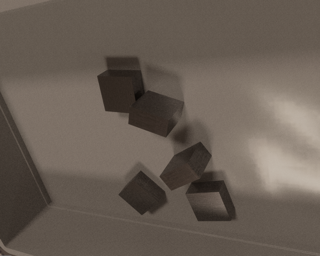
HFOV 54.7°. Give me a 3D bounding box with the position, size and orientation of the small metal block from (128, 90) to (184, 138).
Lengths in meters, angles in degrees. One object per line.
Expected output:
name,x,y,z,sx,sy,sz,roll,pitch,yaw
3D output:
small metal block,-0.004,-0.019,0.382,0.050,0.050,0.025,20,126,16

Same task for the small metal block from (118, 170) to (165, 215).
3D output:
small metal block,-0.029,0.102,0.486,0.050,0.025,0.050,42,129,-1

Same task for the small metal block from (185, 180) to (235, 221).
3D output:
small metal block,0.071,0.103,0.434,0.050,0.025,0.050,-12,113,32

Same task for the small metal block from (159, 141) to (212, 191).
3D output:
small metal block,0.034,0.050,0.404,0.050,0.050,0.025,-32,101,38

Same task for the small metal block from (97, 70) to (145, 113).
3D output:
small metal block,-0.049,-0.048,0.403,0.050,0.025,0.050,6,121,25
